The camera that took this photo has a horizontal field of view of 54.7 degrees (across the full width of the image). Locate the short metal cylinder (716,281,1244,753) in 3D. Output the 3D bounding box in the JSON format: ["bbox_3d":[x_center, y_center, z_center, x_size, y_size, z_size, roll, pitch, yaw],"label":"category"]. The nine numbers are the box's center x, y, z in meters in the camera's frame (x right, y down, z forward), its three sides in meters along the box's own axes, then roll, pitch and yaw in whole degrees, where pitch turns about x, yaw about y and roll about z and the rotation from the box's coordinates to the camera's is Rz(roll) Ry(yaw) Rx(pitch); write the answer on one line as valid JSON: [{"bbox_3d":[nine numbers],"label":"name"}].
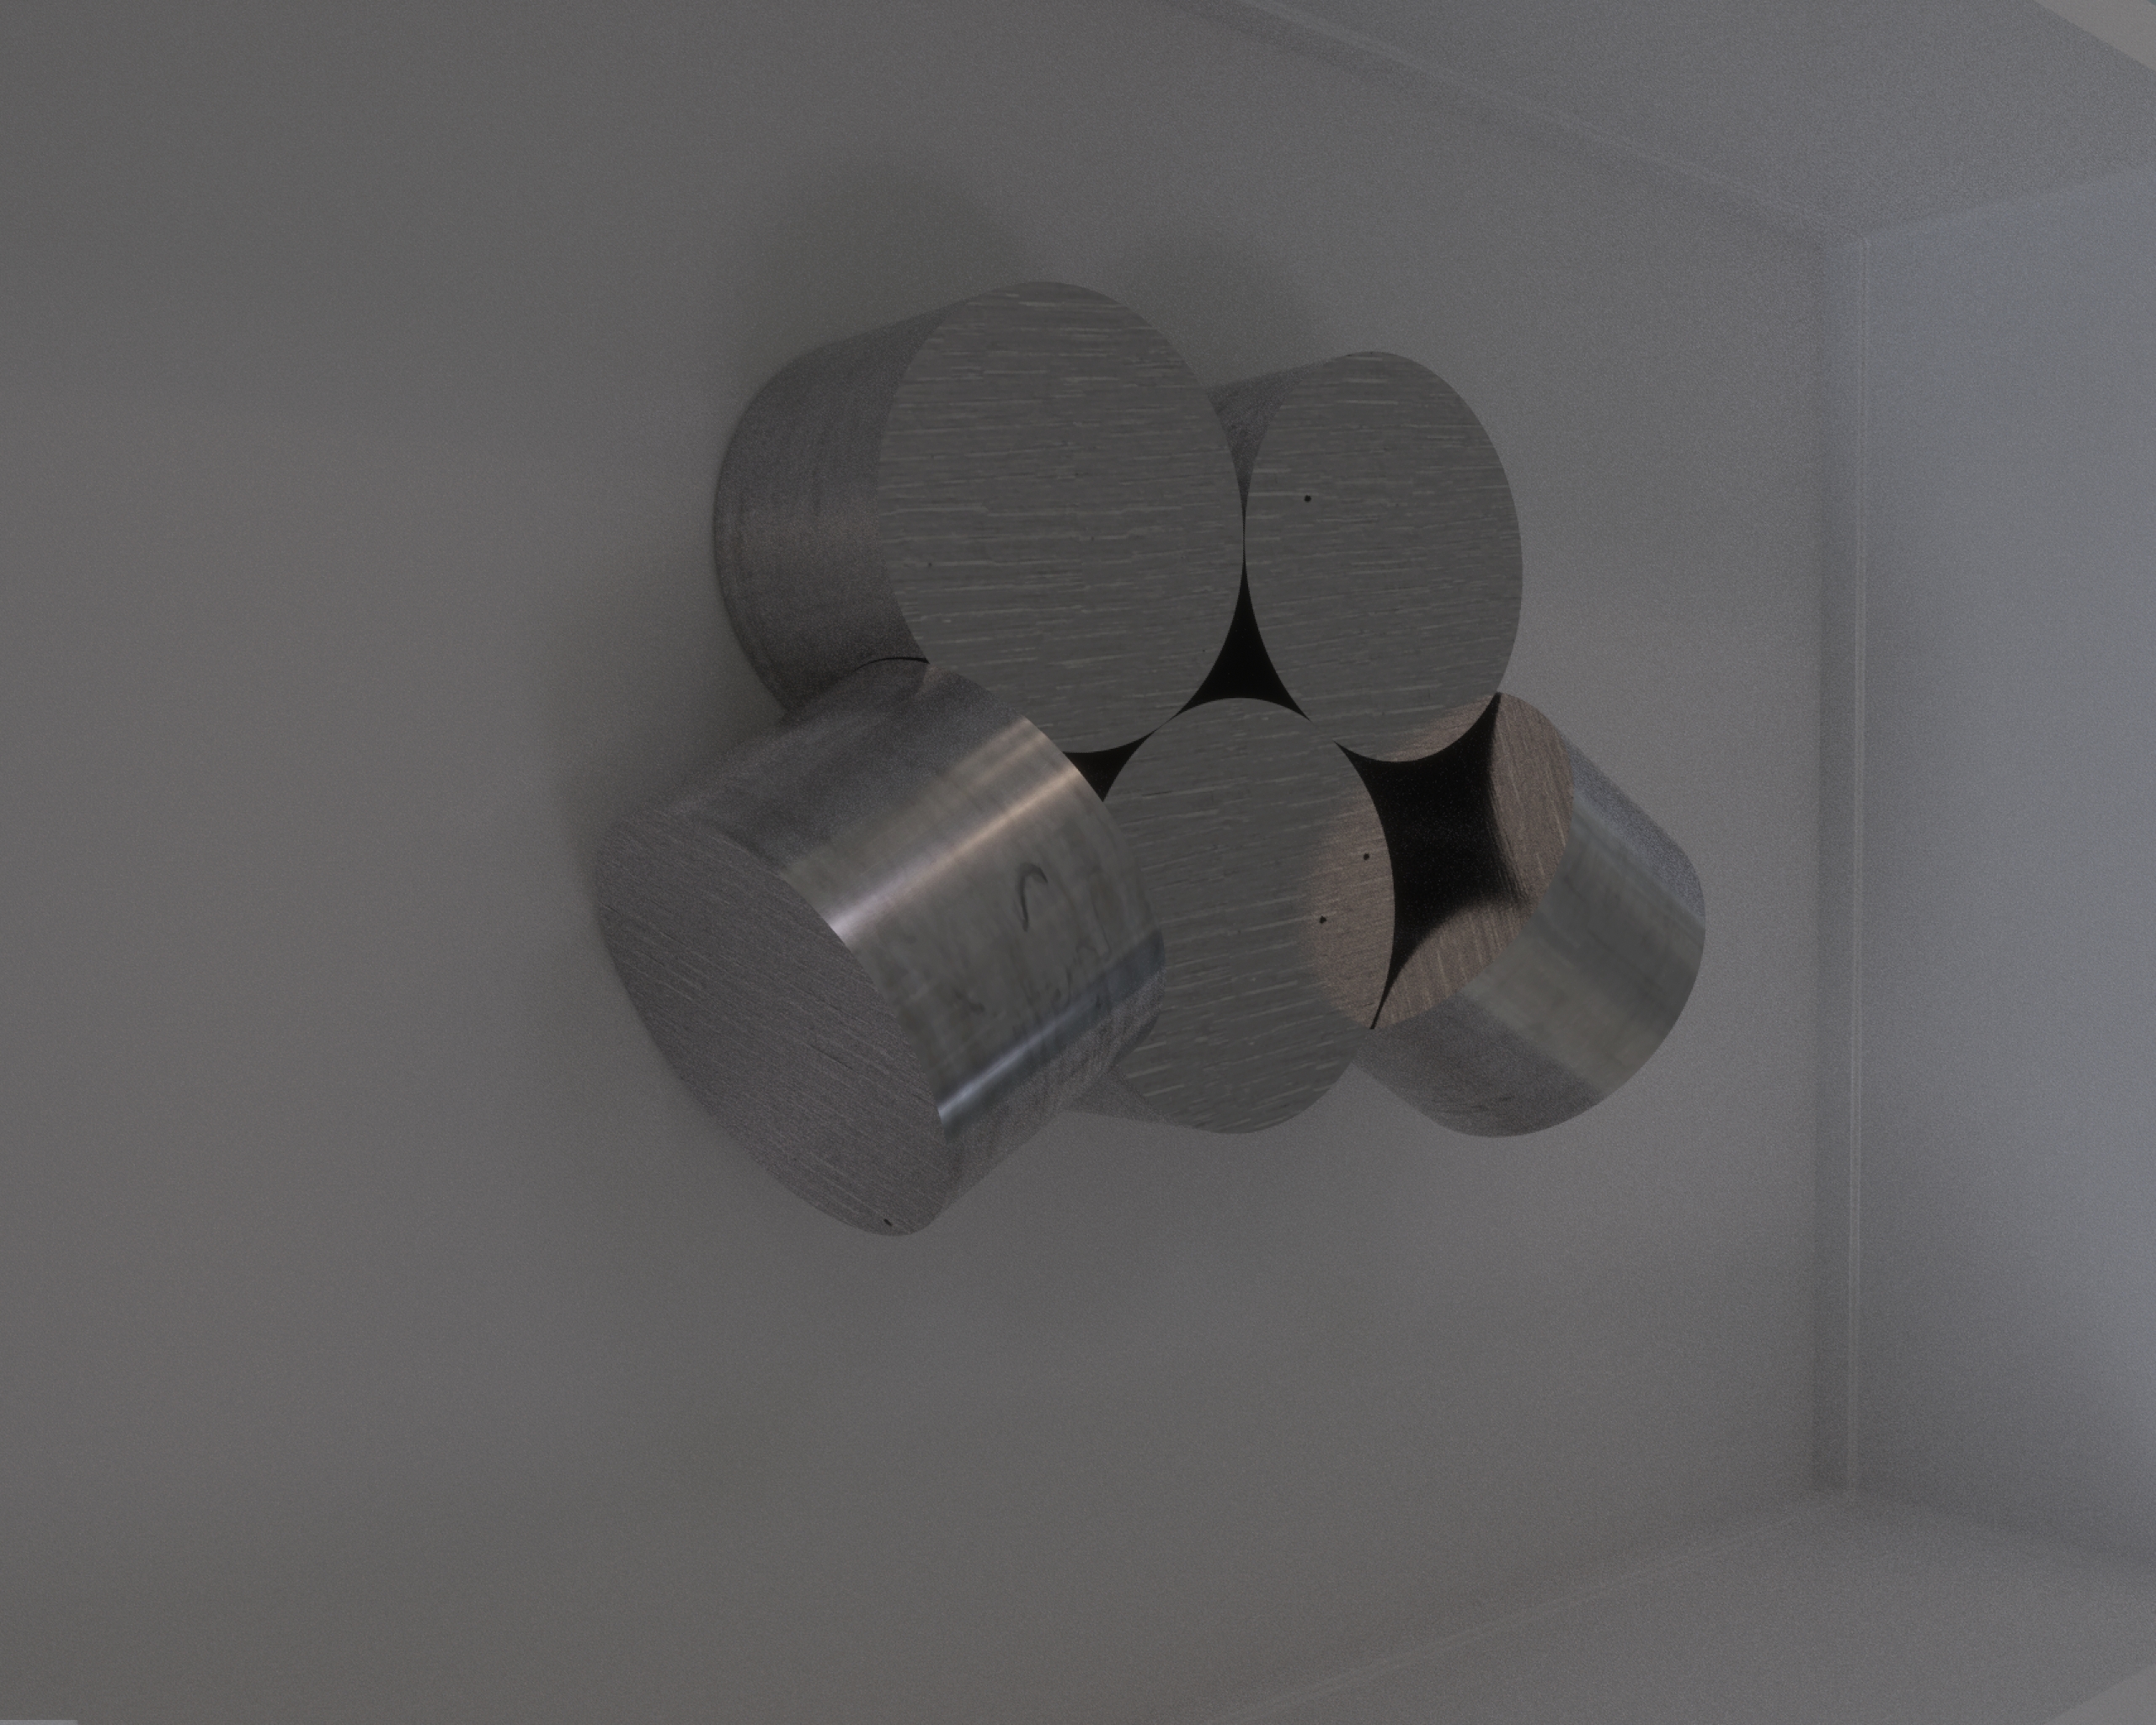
[{"bbox_3d":[-0.017,-0.059,0.374,0.081,0.050,0.080,0,90,-40],"label":"short metal cylinder"}]

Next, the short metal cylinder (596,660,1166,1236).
[{"bbox_3d":[-0.033,0.014,0.341,0.050,0.080,0.080,-38,113,-34],"label":"short metal cylinder"}]

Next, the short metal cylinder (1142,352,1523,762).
[{"bbox_3d":[0.045,-0.060,0.426,0.081,0.050,0.080,0,90,-40],"label":"short metal cylinder"}]

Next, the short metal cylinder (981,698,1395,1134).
[{"bbox_3d":[0.015,0.010,0.401,0.081,0.050,0.080,0,90,-40],"label":"short metal cylinder"}]

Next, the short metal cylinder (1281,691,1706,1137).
[{"bbox_3d":[0.082,0.011,0.437,0.050,0.080,0.080,37,68,-34],"label":"short metal cylinder"}]
